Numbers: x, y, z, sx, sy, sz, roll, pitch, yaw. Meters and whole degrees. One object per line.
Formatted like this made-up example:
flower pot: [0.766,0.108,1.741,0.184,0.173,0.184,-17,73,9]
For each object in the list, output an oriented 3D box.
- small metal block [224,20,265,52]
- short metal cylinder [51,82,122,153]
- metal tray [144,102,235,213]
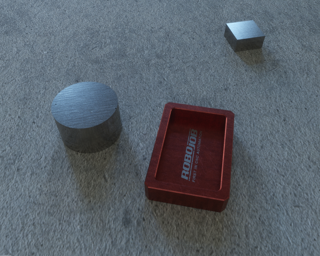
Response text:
small metal block: [0.146,-0.161,0.539,0.050,0.025,0.050,-10,51,-9]
short metal cylinder: [-0.092,-0.014,0.398,0.081,0.050,0.080,0,50,0]
metal tray: [0.039,0.029,0.375,0.090,0.030,0.130,9,50,7]
